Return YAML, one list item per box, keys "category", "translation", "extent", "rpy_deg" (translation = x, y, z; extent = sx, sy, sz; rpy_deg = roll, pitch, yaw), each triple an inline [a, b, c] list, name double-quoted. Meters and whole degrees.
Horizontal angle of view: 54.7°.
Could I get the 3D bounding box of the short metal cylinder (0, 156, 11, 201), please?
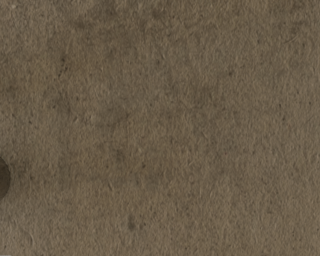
- category: "short metal cylinder"
  translation: [-0.243, 0.069, 0.394]
  extent: [0.081, 0.050, 0.079]
  rpy_deg: [0, 90, -1]
